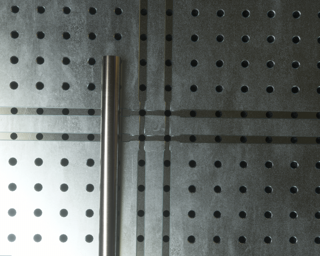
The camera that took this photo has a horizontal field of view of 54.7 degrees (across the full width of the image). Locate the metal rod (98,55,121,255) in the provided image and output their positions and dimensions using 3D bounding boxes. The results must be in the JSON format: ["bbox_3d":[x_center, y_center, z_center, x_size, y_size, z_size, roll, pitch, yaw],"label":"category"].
[{"bbox_3d":[-0.067,0.055,0.412,0.025,0.025,0.298,1,90,-1],"label":"metal rod"}]
